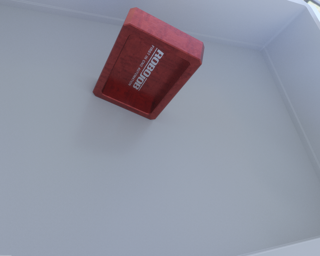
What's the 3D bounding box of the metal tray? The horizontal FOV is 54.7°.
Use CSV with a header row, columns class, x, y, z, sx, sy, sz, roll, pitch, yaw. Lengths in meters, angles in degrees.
class,x,y,z,sx,sy,sz,roll,pitch,yaw
metal tray,-0.019,-0.068,0.371,0.090,0.129,0.030,23,53,-15
